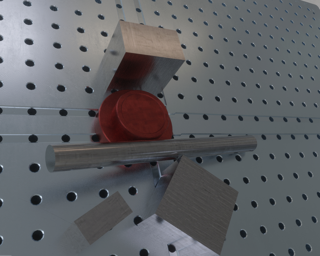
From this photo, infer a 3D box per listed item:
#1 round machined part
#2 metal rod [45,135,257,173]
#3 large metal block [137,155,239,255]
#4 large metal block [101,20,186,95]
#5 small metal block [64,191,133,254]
[{"bbox_3d":[-0.028,-0.008,0.387,0.099,0.042,0.098,14,56,-21],"label":"round machined part"},{"bbox_3d":[0.019,0.025,0.372,0.302,0.025,0.025,-1,62,-39],"label":"metal rod"},{"bbox_3d":[0.033,0.092,0.354,0.080,0.050,0.080,35,51,-6],"label":"large metal block"},{"bbox_3d":[-0.025,-0.090,0.414,0.081,0.080,0.050,1,62,-28],"label":"large metal block"},{"bbox_3d":[-0.061,0.093,0.303,0.050,0.050,0.025,-31,79,-38],"label":"small metal block"}]
